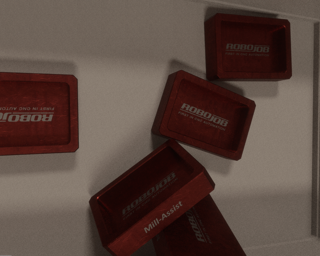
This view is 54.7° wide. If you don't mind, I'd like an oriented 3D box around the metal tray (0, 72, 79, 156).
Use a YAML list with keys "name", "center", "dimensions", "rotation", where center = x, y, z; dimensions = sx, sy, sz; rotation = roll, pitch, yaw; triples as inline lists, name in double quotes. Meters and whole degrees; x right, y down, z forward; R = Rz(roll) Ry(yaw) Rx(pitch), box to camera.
- name: "metal tray"
  center: [-0.161, -0.015, 0.348]
  dimensions: [0.131, 0.030, 0.089]
  rotation: [-1, 91, -21]

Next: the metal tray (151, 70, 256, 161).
- name: "metal tray"
  center: [0.063, -0.015, 0.432]
  dimensions: [0.131, 0.030, 0.090]
  rotation: [19, 83, -19]

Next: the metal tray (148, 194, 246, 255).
- name: "metal tray"
  center: [0.035, 0.118, 0.369]
  dimensions: [0.091, 0.130, 0.030]
  rotation: [11, 113, -20]

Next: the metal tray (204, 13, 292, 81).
- name: "metal tray"
  center: [0.132, -0.116, 0.458]
  dimensions: [0.131, 0.030, 0.089]
  rotation: [-3, 91, -20]

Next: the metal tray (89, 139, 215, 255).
- name: "metal tray"
  center: [-0.013, 0.076, 0.358]
  dimensions: [0.130, 0.090, 0.030]
  rotation: [-36, 120, -6]
